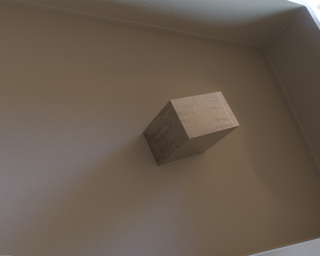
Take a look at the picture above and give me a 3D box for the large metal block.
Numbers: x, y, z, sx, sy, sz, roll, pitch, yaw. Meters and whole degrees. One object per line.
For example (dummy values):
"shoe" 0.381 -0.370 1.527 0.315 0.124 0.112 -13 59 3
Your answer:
"large metal block" 0.037 0.001 0.391 0.081 0.080 0.050 -13 69 -34
